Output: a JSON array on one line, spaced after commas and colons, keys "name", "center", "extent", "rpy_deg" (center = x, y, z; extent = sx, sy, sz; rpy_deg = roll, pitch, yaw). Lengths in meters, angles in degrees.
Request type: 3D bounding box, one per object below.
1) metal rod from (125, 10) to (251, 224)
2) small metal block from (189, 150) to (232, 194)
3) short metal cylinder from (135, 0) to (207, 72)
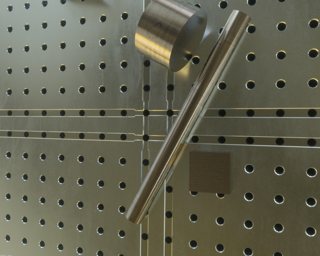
[{"name": "metal rod", "center": [0.032, -0.007, 0.401], "extent": [0.025, 0.025, 0.299], "rpy_deg": [30, 100, 17]}, {"name": "small metal block", "center": [0.064, 0.054, 0.390], "extent": [0.050, 0.025, 0.050], "rpy_deg": [0, 90, 20]}, {"name": "short metal cylinder", "center": [0.014, -0.116, 0.378], "extent": [0.050, 0.080, 0.080], "rpy_deg": [33, 101, 17]}]
